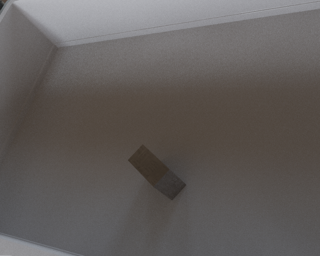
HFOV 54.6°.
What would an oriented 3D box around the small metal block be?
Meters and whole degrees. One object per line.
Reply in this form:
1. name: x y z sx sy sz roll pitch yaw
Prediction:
1. small metal block: -0.003 0.052 0.360 0.025 0.050 0.050 -47 51 -4
